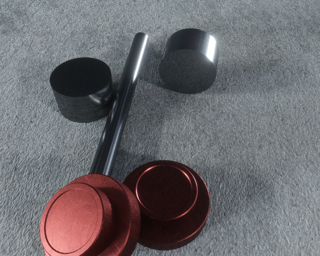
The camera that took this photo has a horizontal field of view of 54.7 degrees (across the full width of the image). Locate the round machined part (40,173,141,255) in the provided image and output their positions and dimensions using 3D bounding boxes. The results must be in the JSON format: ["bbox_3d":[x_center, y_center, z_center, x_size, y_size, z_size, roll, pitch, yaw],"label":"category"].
[{"bbox_3d":[-0.071,0.090,0.291,0.098,0.042,0.098,-10,61,20],"label":"round machined part"}]

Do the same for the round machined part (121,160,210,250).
[{"bbox_3d":[0.004,0.074,0.330,0.099,0.042,0.098,0,50,0],"label":"round machined part"}]

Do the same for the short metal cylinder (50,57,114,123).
[{"bbox_3d":[-0.105,-0.053,0.431,0.081,0.050,0.080,0,50,0],"label":"short metal cylinder"}]

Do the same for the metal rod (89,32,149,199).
[{"bbox_3d":[-0.052,-0.040,0.435,0.025,0.025,0.300,6,50,5],"label":"metal rod"}]

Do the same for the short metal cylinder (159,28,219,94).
[{"bbox_3d":[0.043,-0.095,0.448,0.080,0.080,0.050,9,51,7],"label":"short metal cylinder"}]
